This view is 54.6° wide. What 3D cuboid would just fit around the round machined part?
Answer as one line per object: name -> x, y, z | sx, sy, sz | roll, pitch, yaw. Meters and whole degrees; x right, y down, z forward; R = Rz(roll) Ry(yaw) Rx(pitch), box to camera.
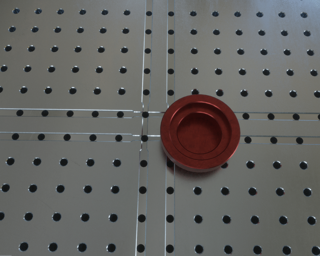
round machined part -> 0.050, 0.009, 0.400 | 0.099, 0.042, 0.098 | 0, 70, 0
